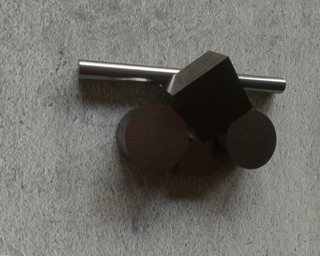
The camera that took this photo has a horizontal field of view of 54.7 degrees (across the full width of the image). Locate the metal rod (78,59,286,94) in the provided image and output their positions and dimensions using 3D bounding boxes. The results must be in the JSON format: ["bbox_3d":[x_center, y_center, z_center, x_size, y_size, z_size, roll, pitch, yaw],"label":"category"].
[{"bbox_3d":[0.044,-0.068,0.426,0.302,0.025,0.025,1,90,-20],"label":"metal rod"}]

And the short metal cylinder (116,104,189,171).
[{"bbox_3d":[-0.011,0.011,0.392,0.081,0.050,0.079,0,90,-20],"label":"short metal cylinder"}]

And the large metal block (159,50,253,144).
[{"bbox_3d":[0.060,-0.041,0.400,0.080,0.050,0.080,-36,119,-3],"label":"large metal block"}]

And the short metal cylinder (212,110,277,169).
[{"bbox_3d":[0.115,0.016,0.439,0.081,0.050,0.079,0,90,-20],"label":"short metal cylinder"}]

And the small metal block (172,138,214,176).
[{"bbox_3d":[0.046,0.039,0.428,0.050,0.025,0.050,2,89,-20],"label":"small metal block"}]
